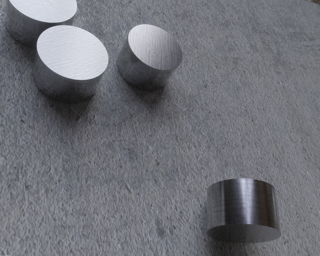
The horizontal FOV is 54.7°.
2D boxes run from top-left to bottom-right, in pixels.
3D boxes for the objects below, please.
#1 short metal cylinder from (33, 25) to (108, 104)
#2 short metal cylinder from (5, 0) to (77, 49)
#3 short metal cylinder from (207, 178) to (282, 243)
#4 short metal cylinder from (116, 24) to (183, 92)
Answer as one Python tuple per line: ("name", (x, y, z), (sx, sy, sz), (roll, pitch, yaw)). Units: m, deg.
("short metal cylinder", (-0.109, -0.076, 0.376), (0.081, 0.050, 0.080), (14, 56, -21))
("short metal cylinder", (-0.152, -0.146, 0.395), (0.081, 0.050, 0.080), (14, 56, -21))
("short metal cylinder", (0.095, 0.098, 0.360), (0.081, 0.080, 0.050), (18, 55, -18))
("short metal cylinder", (-0.015, -0.099, 0.440), (0.081, 0.050, 0.080), (14, 56, -21))
